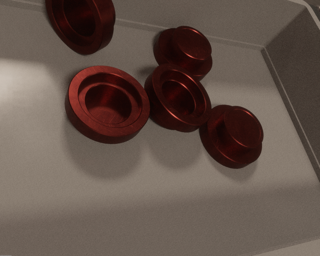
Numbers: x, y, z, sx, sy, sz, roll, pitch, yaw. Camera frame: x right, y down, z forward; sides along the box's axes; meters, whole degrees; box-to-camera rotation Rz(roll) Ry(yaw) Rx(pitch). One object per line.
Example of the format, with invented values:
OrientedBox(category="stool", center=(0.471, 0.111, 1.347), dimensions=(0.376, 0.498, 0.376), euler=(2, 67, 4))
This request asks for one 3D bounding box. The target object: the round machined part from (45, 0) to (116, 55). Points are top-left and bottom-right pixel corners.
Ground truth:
OrientedBox(category="round machined part", center=(-0.097, -0.148, 0.398), dimensions=(0.098, 0.097, 0.042), euler=(44, 51, 2))

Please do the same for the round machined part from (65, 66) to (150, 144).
OrientedBox(category="round machined part", center=(-0.065, -0.024, 0.375), dimensions=(0.099, 0.042, 0.098), euler=(13, 56, -21))

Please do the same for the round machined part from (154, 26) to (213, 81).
OrientedBox(category="round machined part", center=(0.043, -0.124, 0.495), dimensions=(0.099, 0.042, 0.098), euler=(14, 56, -21))

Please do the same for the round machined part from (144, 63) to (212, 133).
OrientedBox(category="round machined part", center=(0.020, -0.036, 0.422), dimensions=(0.099, 0.042, 0.098), euler=(22, 49, -27))

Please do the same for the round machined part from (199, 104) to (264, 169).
OrientedBox(category="round machined part", center=(0.111, 0.007, 0.453), dimensions=(0.099, 0.042, 0.098), euler=(14, 56, -21))
